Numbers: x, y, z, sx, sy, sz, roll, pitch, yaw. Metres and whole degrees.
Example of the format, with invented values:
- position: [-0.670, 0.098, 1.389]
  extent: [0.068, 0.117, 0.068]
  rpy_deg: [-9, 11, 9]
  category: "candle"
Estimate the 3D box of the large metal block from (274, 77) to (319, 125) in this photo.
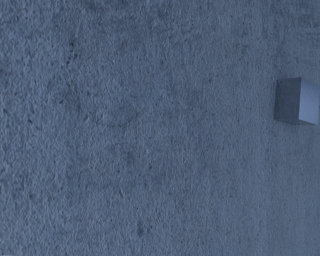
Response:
- position: [0.274, -0.051, 0.617]
  extent: [0.081, 0.050, 0.080]
  rpy_deg: [10, 84, -40]
  category: "large metal block"
